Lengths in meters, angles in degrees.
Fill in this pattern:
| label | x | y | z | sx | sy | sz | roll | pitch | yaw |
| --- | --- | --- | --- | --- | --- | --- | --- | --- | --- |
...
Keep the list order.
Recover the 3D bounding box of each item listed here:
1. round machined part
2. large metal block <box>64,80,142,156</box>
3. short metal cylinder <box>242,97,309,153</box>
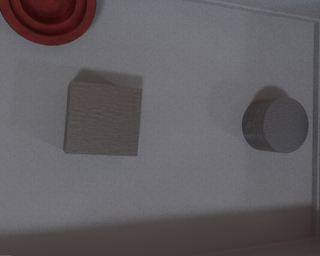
| label | x | y | z | sx | sy | sz | roll | pitch | yaw |
| --- | --- | --- | --- | --- | --- | --- | --- | --- | --- |
| round machined part | -0.123 | -0.145 | 0.340 | 0.099 | 0.042 | 0.097 | -13 | 130 | -16 |
| large metal block | -0.070 | -0.009 | 0.372 | 0.081 | 0.050 | 0.080 | 4 | 89 | -20 |
| short metal cylinder | 0.171 | -0.004 | 0.462 | 0.081 | 0.050 | 0.079 | 0 | 90 | -21 |
